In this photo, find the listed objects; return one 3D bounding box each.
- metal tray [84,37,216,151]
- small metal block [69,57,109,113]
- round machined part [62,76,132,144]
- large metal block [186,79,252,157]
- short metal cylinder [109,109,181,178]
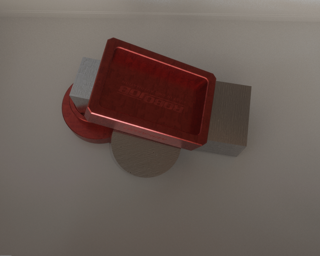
[{"bbox_3d":[-0.007,-0.035,0.343,0.131,0.030,0.090,17,70,-15],"label":"metal tray"},{"bbox_3d":[-0.081,-0.047,0.366,0.025,0.050,0.050,12,71,4],"label":"small metal block"},{"bbox_3d":[-0.081,-0.032,0.409,0.099,0.042,0.098,0,70,-1],"label":"round machined part"},{"bbox_3d":[0.068,-0.013,0.399,0.080,0.050,0.080,9,70,3],"label":"large metal block"},{"bbox_3d":[-0.020,0.019,0.375,0.081,0.050,0.080,1,83,-12],"label":"short metal cylinder"}]
